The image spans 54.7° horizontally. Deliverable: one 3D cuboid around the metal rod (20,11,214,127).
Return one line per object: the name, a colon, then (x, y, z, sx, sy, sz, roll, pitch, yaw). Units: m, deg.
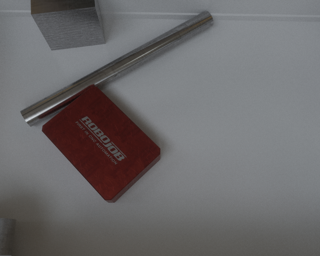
metal rod: (-0.052, -0.089, 0.441, 0.301, 0.025, 0.025, -32, 73, -11)

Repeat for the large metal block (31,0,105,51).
large metal block: (-0.126, -0.158, 0.437, 0.081, 0.080, 0.050, -8, 71, -3)

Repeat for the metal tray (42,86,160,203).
metal tray: (-0.074, 0.019, 0.399, 0.090, 0.030, 0.130, -43, 76, -14)

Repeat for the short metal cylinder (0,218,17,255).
short metal cylinder: (-0.202, 0.125, 0.332, 0.081, 0.080, 0.050, -1, 70, -1)
